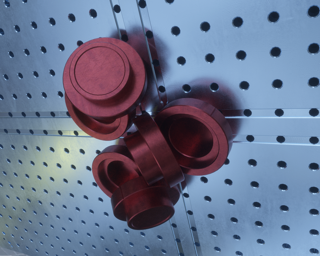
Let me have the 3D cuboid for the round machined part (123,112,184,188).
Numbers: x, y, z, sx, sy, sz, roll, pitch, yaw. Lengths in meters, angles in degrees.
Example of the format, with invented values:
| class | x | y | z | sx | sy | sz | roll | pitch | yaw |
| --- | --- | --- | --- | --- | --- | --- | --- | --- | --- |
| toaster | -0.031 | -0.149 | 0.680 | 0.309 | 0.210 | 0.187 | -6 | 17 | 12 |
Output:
| class | x | y | z | sx | sy | sz | roll | pitch | yaw |
| --- | --- | --- | --- | --- | --- | --- | --- | --- | --- |
| round machined part | -0.012 | 0.032 | 0.388 | 0.042 | 0.098 | 0.098 | -29 | 107 | -6 |

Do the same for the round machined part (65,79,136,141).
| class | x | y | z | sx | sy | sz | roll | pitch | yaw |
| --- | --- | --- | --- | --- | --- | --- | --- | --- | --- |
| round machined part | -0.075 | -0.035 | 0.418 | 0.098 | 0.042 | 0.097 | 13 | 124 | 21 |

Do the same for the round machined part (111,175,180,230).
| class | x | y | z | sx | sy | sz | roll | pitch | yaw |
| --- | --- | --- | --- | --- | --- | --- | --- | --- | --- |
| round machined part | -0.017 | 0.110 | 0.441 | 0.099 | 0.042 | 0.098 | -13 | 142 | -11 |

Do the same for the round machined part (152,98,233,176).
| class | x | y | z | sx | sy | sz | roll | pitch | yaw |
| --- | --- | --- | --- | --- | --- | --- | --- | --- | --- |
| round machined part | 0.041 | 0.007 | 0.383 | 0.098 | 0.042 | 0.097 | 13 | 124 | 21 |

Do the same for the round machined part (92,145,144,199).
| class | x | y | z | sx | sy | sz | roll | pitch | yaw |
| --- | --- | --- | --- | --- | --- | --- | --- | --- | --- |
| round machined part | -0.050 | 0.066 | 0.467 | 0.098 | 0.042 | 0.097 | 13 | 124 | 21 |

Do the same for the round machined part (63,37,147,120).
| class | x | y | z | sx | sy | sz | roll | pitch | yaw |
| --- | --- | --- | --- | --- | --- | --- | --- | --- | --- |
| round machined part | -0.065 | -0.061 | 0.362 | 0.098 | 0.042 | 0.098 | 0 | 82 | 2 |
